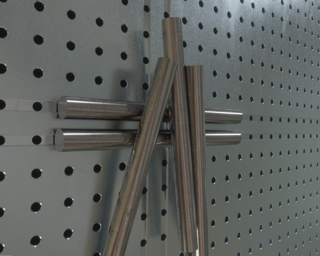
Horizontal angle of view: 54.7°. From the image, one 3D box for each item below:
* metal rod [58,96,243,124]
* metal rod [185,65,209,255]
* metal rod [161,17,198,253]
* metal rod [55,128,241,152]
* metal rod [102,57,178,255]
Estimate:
[{"bbox_3d":[0.013,-0.020,0.423,0.302,0.025,0.025,1,90,-40],"label":"metal rod"},{"bbox_3d":[0.052,0.065,0.431,0.025,0.025,0.298,-14,106,-40],"label":"metal rod"},{"bbox_3d":[0.026,0.012,0.401,0.025,0.025,0.298,-8,95,-40],"label":"metal rod"},{"bbox_3d":[0.010,0.014,0.420,0.302,0.025,0.025,1,90,-40],"label":"metal rod"},{"bbox_3d":[-0.030,0.063,0.362,0.025,0.025,0.299,19,85,-39],"label":"metal rod"}]
